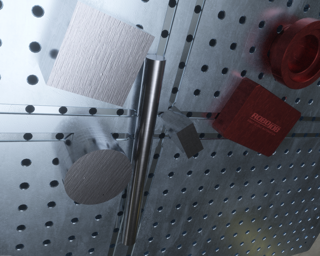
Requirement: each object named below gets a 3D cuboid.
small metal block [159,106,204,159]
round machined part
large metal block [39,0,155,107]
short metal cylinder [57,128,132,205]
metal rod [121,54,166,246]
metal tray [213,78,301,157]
[{"bbox_3d":[0.029,0.005,0.416,0.025,0.050,0.050,-33,129,-7],"label":"small metal block"},{"bbox_3d":[0.198,-0.108,0.444,0.099,0.042,0.097,-14,125,-21],"label":"round machined part"},{"bbox_3d":[-0.065,-0.076,0.313,0.081,0.050,0.080,15,111,-35],"label":"large metal block"},{"bbox_3d":[-0.081,0.047,0.381,0.081,0.050,0.079,-14,125,-21],"label":"short metal cylinder"},{"bbox_3d":[-0.028,0.048,0.427,0.025,0.025,0.298,-5,121,-26],"label":"metal rod"},{"bbox_3d":[0.155,-0.012,0.488,0.131,0.030,0.090,22,107,-37],"label":"metal tray"}]
